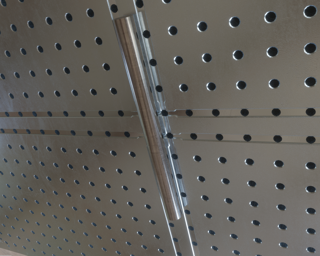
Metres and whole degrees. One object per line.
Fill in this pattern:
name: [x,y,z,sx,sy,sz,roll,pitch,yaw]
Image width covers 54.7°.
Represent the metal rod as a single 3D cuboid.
metal rod: [-0.010,0.004,0.417,0.025,0.025,0.298,0,119,28]
